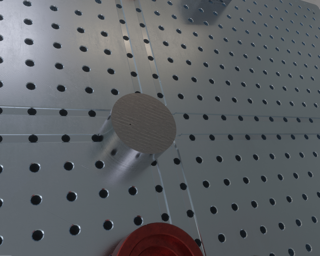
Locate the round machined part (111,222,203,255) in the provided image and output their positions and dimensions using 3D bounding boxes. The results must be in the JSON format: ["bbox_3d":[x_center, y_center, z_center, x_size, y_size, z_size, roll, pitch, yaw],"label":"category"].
[{"bbox_3d":[-0.005,0.147,0.305,0.099,0.042,0.098,14,56,-21],"label":"round machined part"}]

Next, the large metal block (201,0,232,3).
[{"bbox_3d":[0.124,-0.304,0.625,0.081,0.080,0.050,-11,67,-33],"label":"large metal block"}]

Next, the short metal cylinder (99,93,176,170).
[{"bbox_3d":[-0.027,0.005,0.374,0.081,0.050,0.080,14,56,-21],"label":"short metal cylinder"}]
